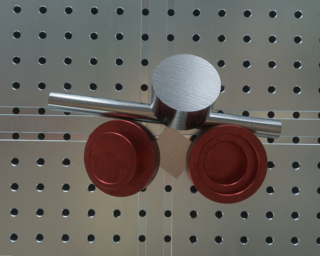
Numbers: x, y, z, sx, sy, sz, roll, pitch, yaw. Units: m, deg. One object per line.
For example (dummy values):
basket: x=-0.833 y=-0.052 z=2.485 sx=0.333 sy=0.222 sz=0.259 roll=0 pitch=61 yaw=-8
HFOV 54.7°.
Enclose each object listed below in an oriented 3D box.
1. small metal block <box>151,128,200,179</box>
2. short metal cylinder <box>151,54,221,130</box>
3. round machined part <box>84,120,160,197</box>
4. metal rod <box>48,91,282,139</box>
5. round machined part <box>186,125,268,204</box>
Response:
small metal block: x=0.017 y=0.031 z=0.410 sx=0.050 sy=0.025 sz=0.050 roll=36 pitch=90 yaw=0
short metal cylinder: x=0.030 y=-0.044 z=0.383 sx=0.081 sy=0.050 sz=0.080 roll=2 pitch=65 yaw=-3
round machined part: x=-0.053 y=0.038 z=0.388 sx=0.098 sy=0.042 sz=0.097 roll=0 pitch=91 yaw=18
metal rod: x=0.007 y=-0.017 z=0.410 sx=0.302 sy=0.025 sz=0.025 roll=7 pitch=90 yaw=0
round machined part: x=0.083 y=0.044 z=0.400 sx=0.099 sy=0.042 sz=0.097 roll=0 pitch=92 yaw=-3
